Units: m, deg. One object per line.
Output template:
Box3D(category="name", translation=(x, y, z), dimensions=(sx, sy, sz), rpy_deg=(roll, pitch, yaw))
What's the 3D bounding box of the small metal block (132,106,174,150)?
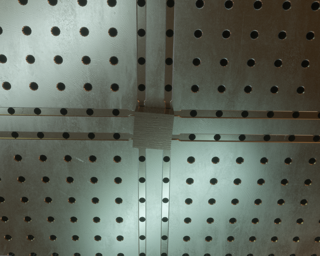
Box3D(category="small metal block", translation=(-0.009, 0.000, 0.413), dimensions=(0.050, 0.025, 0.050), rpy_deg=(5, 110, -2))
